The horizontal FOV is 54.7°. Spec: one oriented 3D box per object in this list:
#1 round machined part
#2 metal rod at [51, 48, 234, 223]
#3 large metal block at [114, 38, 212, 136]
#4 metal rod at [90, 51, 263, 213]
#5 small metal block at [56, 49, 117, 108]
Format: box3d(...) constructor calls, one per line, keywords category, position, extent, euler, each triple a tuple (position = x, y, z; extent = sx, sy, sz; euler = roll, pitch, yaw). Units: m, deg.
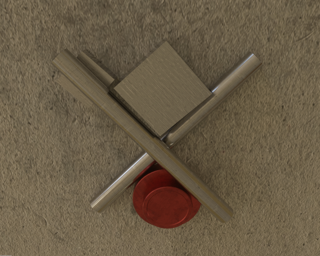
box3d(category="round machined part", position=(0.011, 0.102, 0.439), extent=(0.099, 0.042, 0.097), euler=(0, 110, -1))
box3d(category="metal rod", position=(-0.011, 0.020, 0.391), extent=(0.025, 0.025, 0.300), euler=(-42, 105, 13))
box3d(category="large metal block", position=(0.003, -0.051, 0.380), extent=(0.080, 0.050, 0.080), euler=(-40, 106, 13))
box3d(category="metal rod", position=(0.013, 0.014, 0.418), extent=(0.025, 0.025, 0.299), euler=(43, 104, -15))
box3d(category="small metal block", position=(-0.091, -0.062, 0.388), extent=(0.050, 0.025, 0.050), euler=(41, 105, -14))
